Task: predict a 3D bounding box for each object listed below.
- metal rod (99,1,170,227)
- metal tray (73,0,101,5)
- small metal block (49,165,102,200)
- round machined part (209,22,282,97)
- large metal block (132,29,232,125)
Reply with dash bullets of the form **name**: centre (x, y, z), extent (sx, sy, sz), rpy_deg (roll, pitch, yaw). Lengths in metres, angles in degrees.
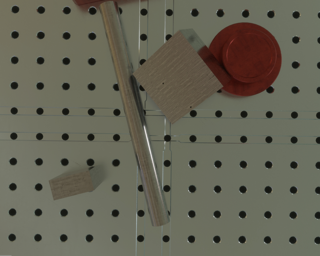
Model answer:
- **metal rod**: centre (-0.034, -0.018, 0.412), extent (0.025, 0.025, 0.298), rpy_deg (-14, 90, 0)
- **metal tray**: centre (-0.063, -0.225, 0.409), extent (0.131, 0.030, 0.089), rpy_deg (-12, 90, -1)
- **small metal block**: centre (-0.107, 0.069, 0.400), extent (0.050, 0.050, 0.025), rpy_deg (-14, 90, 0)
- **round machined part**: centre (0.112, -0.091, 0.406), extent (0.099, 0.042, 0.097), rpy_deg (0, 90, -1)
- **large metal block**: centre (0.028, -0.064, 0.385), extent (0.080, 0.050, 0.080), rpy_deg (-38, 91, 30)
